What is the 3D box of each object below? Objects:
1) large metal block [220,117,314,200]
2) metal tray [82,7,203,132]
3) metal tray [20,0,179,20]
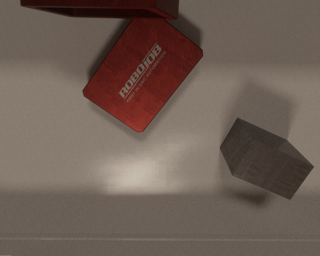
[{"bbox_3d":[0.131,0.036,0.397,0.080,0.080,0.050,23,108,-9],"label":"large metal block"},{"bbox_3d":[-0.022,-0.070,0.383,0.090,0.030,0.129,35,106,-13],"label":"metal tray"},{"bbox_3d":[-0.054,-0.128,0.303,0.131,0.090,0.030,7,104,14],"label":"metal tray"}]
